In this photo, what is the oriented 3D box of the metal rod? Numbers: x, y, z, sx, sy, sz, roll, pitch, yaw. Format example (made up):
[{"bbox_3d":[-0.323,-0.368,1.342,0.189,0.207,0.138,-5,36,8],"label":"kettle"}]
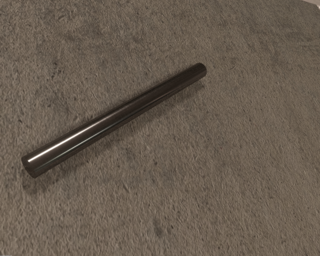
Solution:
[{"bbox_3d":[-0.033,-0.027,0.403,0.302,0.025,0.025,-34,81,-38],"label":"metal rod"}]
